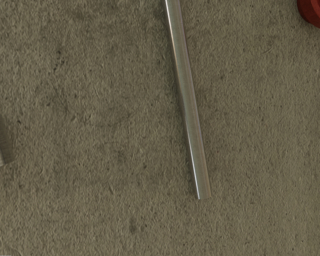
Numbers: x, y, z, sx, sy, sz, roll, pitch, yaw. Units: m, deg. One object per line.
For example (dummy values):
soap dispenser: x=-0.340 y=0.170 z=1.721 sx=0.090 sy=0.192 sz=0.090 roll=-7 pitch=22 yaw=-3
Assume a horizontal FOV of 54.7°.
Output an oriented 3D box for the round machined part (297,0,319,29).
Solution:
round machined part: x=0.262 y=-0.207 z=0.499 sx=0.099 sy=0.042 sz=0.097 roll=0 pitch=90 yaw=-21

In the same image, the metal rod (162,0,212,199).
metal rod: x=0.036 y=-0.051 z=0.423 sx=0.025 sy=0.025 sz=0.298 roll=-11 pitch=94 yaw=-20

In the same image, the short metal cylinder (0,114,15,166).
short metal cylinder: x=-0.194 y=0.020 z=0.308 sx=0.081 sy=0.080 sz=0.050 roll=-16 pitch=96 yaw=-20
